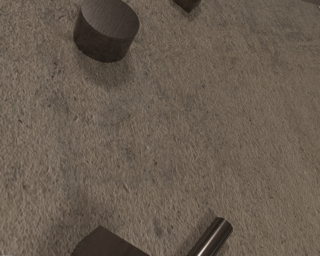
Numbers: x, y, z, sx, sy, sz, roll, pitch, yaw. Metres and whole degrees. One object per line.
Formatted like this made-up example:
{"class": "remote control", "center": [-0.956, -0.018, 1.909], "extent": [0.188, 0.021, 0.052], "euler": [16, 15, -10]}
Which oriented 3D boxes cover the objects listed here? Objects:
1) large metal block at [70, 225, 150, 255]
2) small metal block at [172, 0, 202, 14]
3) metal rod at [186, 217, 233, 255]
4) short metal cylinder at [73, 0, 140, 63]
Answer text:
{"class": "large metal block", "center": [-0.059, 0.137, 0.254], "extent": [0.050, 0.080, 0.080], "euler": [34, 51, -6]}
{"class": "small metal block", "center": [0.051, -0.252, 0.587], "extent": [0.050, 0.025, 0.050], "euler": [39, 51, -2]}
{"class": "metal rod", "center": [-0.017, 0.189, 0.280], "extent": [0.025, 0.025, 0.302], "euler": [49, 51, 5]}
{"class": "short metal cylinder", "center": [-0.075, -0.139, 0.433], "extent": [0.081, 0.050, 0.080], "euler": [14, 56, -21]}
